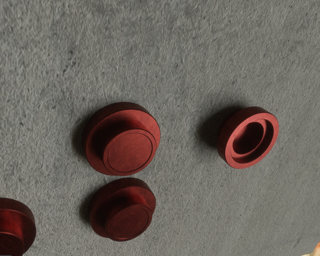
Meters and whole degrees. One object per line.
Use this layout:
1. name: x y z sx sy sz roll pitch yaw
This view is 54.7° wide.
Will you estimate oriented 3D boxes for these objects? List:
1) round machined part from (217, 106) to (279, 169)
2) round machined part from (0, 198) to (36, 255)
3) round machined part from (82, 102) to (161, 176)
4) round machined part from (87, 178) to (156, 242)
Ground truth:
1. round machined part: 0.128 0.010 0.472 0.099 0.042 0.097 -14 124 -21
2. round machined part: -0.200 0.135 0.370 0.099 0.042 0.097 -14 124 -21
3. round machined part: -0.043 0.020 0.385 0.099 0.042 0.097 -14 124 -21
4. round machined part: -0.050 0.123 0.444 0.099 0.042 0.097 -14 124 -21
